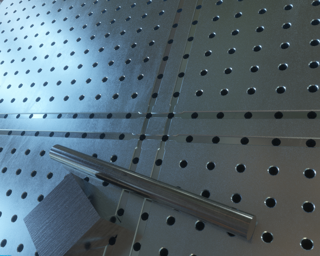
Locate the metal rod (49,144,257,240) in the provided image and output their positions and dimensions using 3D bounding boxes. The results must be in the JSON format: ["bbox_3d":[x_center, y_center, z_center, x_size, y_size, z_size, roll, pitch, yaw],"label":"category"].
[{"bbox_3d":[-0.033,0.067,0.383,0.300,0.025,0.025,14,69,33],"label":"metal rod"}]

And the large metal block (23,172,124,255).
[{"bbox_3d":[-0.105,0.115,0.375,0.080,0.050,0.080,-45,51,-4],"label":"large metal block"}]
